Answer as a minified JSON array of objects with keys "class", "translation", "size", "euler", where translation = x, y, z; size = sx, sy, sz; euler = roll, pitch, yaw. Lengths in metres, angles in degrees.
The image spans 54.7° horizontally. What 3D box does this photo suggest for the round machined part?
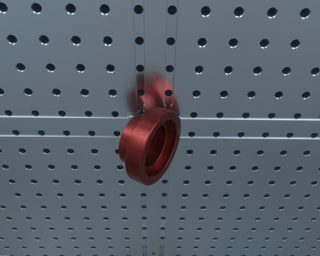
[{"class":"round machined part","translation":[-0.015,0.020,0.392],"size":[0.042,0.098,0.097],"euler":[20,135,25]}]
